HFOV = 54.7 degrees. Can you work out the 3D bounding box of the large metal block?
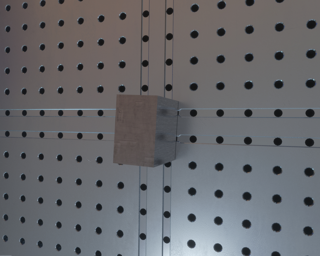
[{"bbox_3d":[-0.015,0.002,0.387,0.050,0.080,0.079,4,91,20],"label":"large metal block"}]
